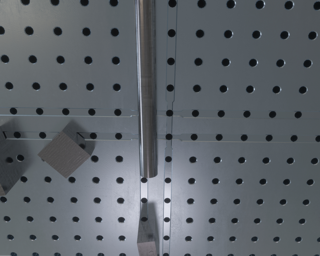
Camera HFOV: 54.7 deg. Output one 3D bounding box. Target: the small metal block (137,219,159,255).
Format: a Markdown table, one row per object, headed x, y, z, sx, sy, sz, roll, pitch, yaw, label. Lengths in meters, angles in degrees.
| x | y | z | sx | sy | sz | roll | pitch | yaw | label |
| --- | --- | --- | --- | --- | --- | --- | --- | --- | --- |
| -0.016 | 0.174 | 0.464 | 0.025 | 0.050 | 0.050 | -7 | 110 | 3 | small metal block |

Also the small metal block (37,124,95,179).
| x | y | z | sx | sy | sz | roll | pitch | yaw | label |
| --- | --- | --- | --- | --- | --- | --- | --- | --- | --- |
| -0.128 | 0.032 | 0.424 | 0.050 | 0.025 | 0.050 | -42 | 105 | 13 | small metal block |

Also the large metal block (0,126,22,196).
| x | y | z | sx | sy | sz | roll | pitch | yaw | label |
| --- | --- | --- | --- | --- | --- | --- | --- | --- | --- |
| -0.249 | 0.051 | 0.416 | 0.080 | 0.050 | 0.080 | -12 | 110 | 4 | large metal block |

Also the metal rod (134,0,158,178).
| x | y | z | sx | sy | sz | roll | pitch | yaw | label |
| --- | --- | --- | --- | --- | --- | --- | --- | --- | --- |
| -0.017 | -0.075 | 0.385 | 0.025 | 0.025 | 0.298 | -1 | 110 | 0 | metal rod |
